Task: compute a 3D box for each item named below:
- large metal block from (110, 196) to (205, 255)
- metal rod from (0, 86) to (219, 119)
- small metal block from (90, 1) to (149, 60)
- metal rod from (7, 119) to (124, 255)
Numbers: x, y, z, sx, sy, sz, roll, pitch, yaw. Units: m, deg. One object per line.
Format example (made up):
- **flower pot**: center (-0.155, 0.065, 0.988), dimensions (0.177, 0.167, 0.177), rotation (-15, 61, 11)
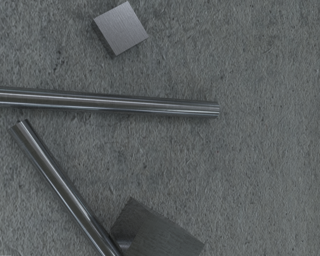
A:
- **large metal block**: center (-0.006, 0.133, 0.379), dimensions (0.080, 0.080, 0.050), rotation (35, 79, -17)
- **metal rod**: center (-0.064, -0.030, 0.386), dimensions (0.303, 0.025, 0.025), rotation (2, 90, -21)
- **small metal block**: center (-0.051, -0.122, 0.391), dimensions (0.050, 0.025, 0.050), rotation (-35, 102, -17)
- **metal rod**: center (-0.084, 0.121, 0.378), dimensions (0.025, 0.025, 0.299), rotation (-35, 102, -17)
